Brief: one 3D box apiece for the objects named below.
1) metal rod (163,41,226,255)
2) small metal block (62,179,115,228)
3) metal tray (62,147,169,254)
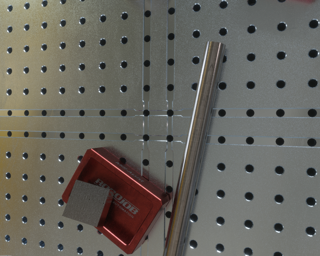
[{"bbox_3d":[0.041,0.041,0.397,0.025,0.025,0.298,13,94,19],"label":"metal rod"},{"bbox_3d":[-0.096,0.103,0.420,0.050,0.025,0.050,14,73,12],"label":"small metal block"},{"bbox_3d":[-0.064,0.098,0.432,0.130,0.030,0.090,33,101,16],"label":"metal tray"}]
